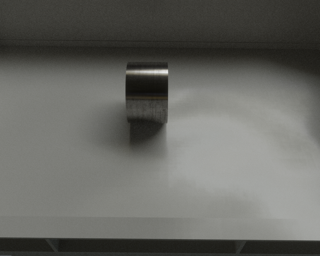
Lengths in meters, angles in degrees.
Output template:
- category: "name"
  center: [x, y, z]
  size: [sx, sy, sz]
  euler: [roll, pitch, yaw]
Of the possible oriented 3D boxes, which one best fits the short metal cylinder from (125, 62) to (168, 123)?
- category: "short metal cylinder"
  center: [-0.016, -0.046, 0.405]
  size: [0.050, 0.080, 0.080]
  euler: [0, 50, 0]
